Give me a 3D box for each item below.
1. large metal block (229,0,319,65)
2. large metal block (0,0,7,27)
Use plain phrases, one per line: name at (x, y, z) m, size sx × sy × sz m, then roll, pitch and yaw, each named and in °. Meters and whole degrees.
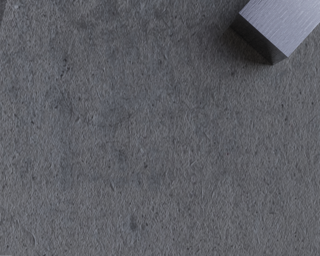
large metal block at (0.152, -0.142, 0.398) m, size 0.080 × 0.050 × 0.080 m, roll 42°, pitch 90°, yaw 0°
large metal block at (-0.253, -0.159, 0.380) m, size 0.080 × 0.080 × 0.050 m, roll 14°, pitch 90°, yaw 0°
